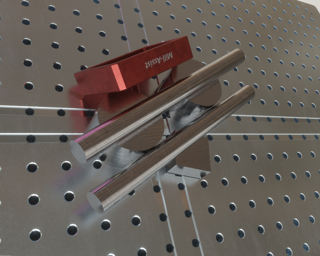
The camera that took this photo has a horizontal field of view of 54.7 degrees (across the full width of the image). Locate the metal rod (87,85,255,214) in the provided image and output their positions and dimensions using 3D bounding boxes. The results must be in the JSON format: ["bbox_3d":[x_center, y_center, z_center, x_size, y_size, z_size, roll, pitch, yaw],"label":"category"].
[{"bbox_3d":[0.038,0.008,0.391,0.302,0.025,0.025,-33,80,-38],"label":"metal rod"}]

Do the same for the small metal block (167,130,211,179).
[{"bbox_3d":[0.037,0.035,0.407,0.050,0.025,0.050,14,56,-21],"label":"small metal block"}]

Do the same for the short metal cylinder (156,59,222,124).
[{"bbox_3d":[0.041,-0.053,0.449,0.081,0.050,0.080,14,56,-21],"label":"short metal cylinder"}]

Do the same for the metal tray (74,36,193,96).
[{"bbox_3d":[-0.031,-0.081,0.398,0.131,0.090,0.030,-33,112,-38],"label":"metal tray"}]

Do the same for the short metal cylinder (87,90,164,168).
[{"bbox_3d":[-0.042,0.001,0.370,0.081,0.050,0.080,14,56,-21],"label":"short metal cylinder"}]

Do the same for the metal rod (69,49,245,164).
[{"bbox_3d":[0.021,-0.044,0.382,0.302,0.025,0.025,-34,81,-38],"label":"metal rod"}]
